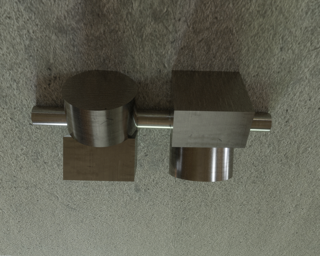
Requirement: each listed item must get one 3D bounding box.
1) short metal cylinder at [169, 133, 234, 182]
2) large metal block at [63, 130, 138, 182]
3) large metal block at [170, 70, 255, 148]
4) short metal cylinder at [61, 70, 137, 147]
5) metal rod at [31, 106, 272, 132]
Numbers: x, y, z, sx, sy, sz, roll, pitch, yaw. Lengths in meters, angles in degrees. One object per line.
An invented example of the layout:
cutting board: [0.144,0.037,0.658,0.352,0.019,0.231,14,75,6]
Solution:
short metal cylinder: [0.052,0.033,0.393,0.081,0.080,0.050,1,95,-1]
large metal block: [-0.070,0.031,0.391,0.081,0.080,0.050,2,96,-2]
large metal block: [0.054,-0.023,0.353,0.081,0.080,0.050,1,130,-1]
short metal cylinder: [-0.066,-0.024,0.351,0.081,0.080,0.050,3,130,-3]
metal rod: [-0.009,-0.012,0.401,0.302,0.025,0.025,2,130,-2]
